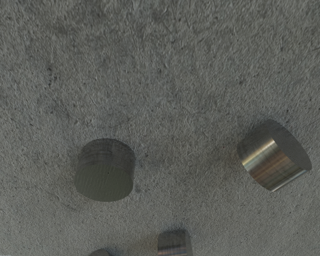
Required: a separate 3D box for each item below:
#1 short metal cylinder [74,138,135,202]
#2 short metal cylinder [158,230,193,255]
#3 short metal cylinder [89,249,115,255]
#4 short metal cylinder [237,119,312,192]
[{"bbox_3d":[-0.077,0.061,0.442,0.081,0.050,0.079,0,130,0],"label":"short metal cylinder"},{"bbox_3d":[0.030,0.231,0.568,0.050,0.080,0.080,-11,129,9],"label":"short metal cylinder"},{"bbox_3d":[-0.115,0.292,0.618,0.080,0.080,0.050,-29,125,22],"label":"short metal cylinder"},{"bbox_3d":[0.147,0.035,0.402,0.080,0.080,0.050,29,124,-23],"label":"short metal cylinder"}]
